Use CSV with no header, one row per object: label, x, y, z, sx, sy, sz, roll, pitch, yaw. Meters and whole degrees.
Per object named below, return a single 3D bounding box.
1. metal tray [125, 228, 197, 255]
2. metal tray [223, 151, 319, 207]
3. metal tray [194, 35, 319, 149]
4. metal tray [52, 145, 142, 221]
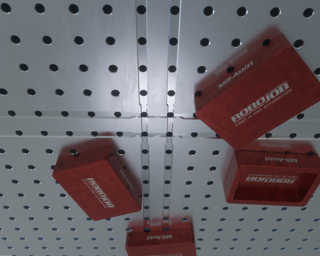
metal tray,0.005,0.240,0.612,0.131,0.030,0.090,-6,130,5
metal tray,0.172,0.080,0.477,0.131,0.030,0.089,3,130,-3
metal tray,0.118,-0.037,0.378,0.130,0.030,0.090,-37,121,27
metal tray,-0.093,0.091,0.485,0.090,0.030,0.130,-16,129,13
